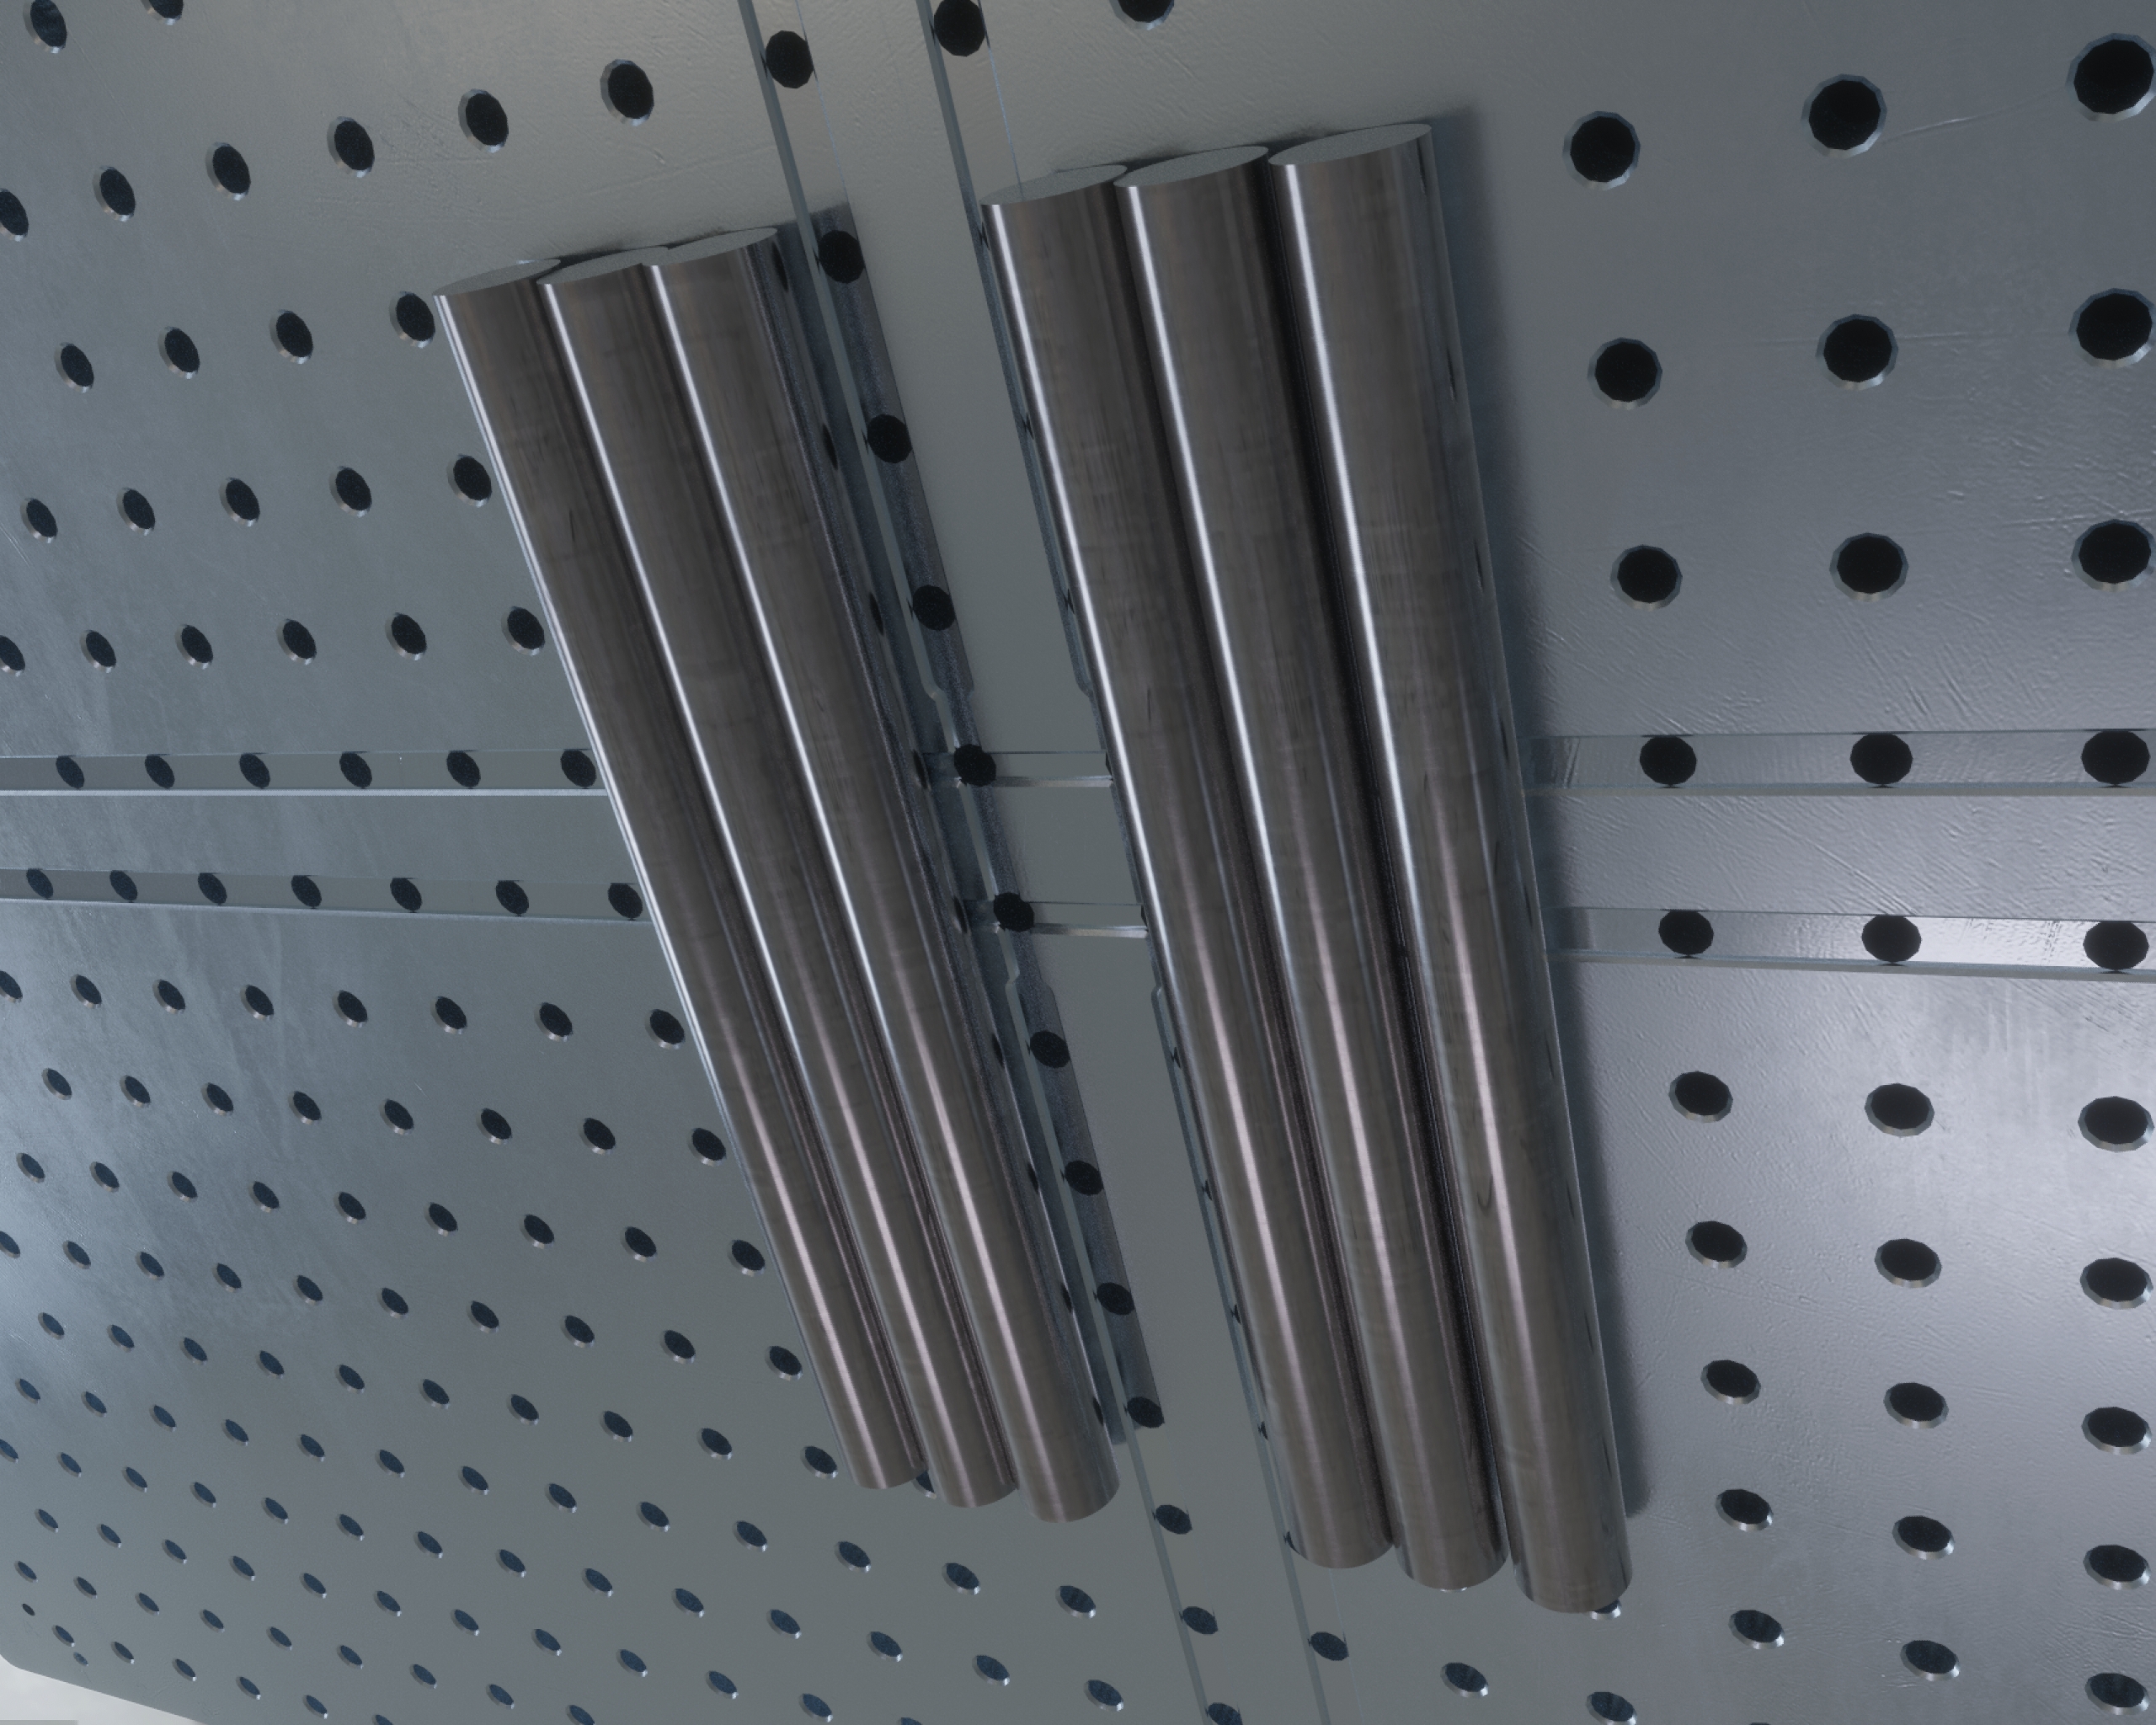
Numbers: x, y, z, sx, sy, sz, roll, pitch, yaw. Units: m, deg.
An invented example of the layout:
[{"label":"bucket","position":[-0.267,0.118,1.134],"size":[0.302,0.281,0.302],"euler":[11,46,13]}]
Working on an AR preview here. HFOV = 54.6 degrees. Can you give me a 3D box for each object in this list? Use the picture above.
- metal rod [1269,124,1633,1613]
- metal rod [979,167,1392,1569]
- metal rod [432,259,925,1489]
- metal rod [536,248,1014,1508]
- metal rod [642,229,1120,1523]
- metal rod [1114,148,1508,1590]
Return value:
[{"label":"metal rod","position":[0.074,0.021,0.384],"size":[0.025,0.025,0.298],"euler":[1,119,28]},{"label":"metal rod","position":[0.028,0.019,0.408],"size":[0.025,0.025,0.298],"euler":[1,119,28]},{"label":"metal rod","position":[-0.079,0.019,0.465],"size":[0.025,0.025,0.298],"euler":[1,119,28]},{"label":"metal rod","position":[-0.056,0.020,0.453],"size":[0.025,0.025,0.298],"euler":[1,119,28]},{"label":"metal rod","position":[-0.034,0.020,0.441],"size":[0.025,0.025,0.298],"euler":[1,119,28]},{"label":"metal rod","position":[0.050,0.020,0.397],"size":[0.025,0.025,0.298],"euler":[1,119,28]}]
